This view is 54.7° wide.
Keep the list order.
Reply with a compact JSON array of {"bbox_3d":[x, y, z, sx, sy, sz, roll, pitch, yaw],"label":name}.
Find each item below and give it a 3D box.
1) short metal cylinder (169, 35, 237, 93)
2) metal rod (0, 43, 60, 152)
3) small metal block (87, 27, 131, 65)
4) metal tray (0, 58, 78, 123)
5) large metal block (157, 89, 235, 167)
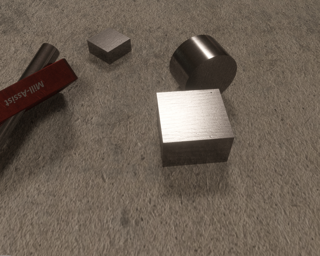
[{"bbox_3d":[0.060,-0.083,0.438,0.081,0.080,0.050,-19,53,-15],"label":"short metal cylinder"},{"bbox_3d":[-0.191,0.021,0.347,0.025,0.025,0.300,14,62,11],"label":"metal rod"},{"bbox_3d":[-0.084,-0.138,0.518,0.050,0.025,0.050,34,57,24],"label":"small metal block"},{"bbox_3d":[-0.177,-0.036,0.392,0.131,0.090,0.030,-38,105,-28],"label":"metal tray"},{"bbox_3d":[0.040,-0.001,0.389,0.081,0.050,0.080,-4,50,-4],"label":"large metal block"}]
